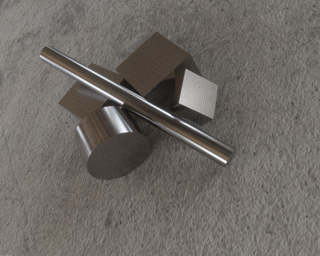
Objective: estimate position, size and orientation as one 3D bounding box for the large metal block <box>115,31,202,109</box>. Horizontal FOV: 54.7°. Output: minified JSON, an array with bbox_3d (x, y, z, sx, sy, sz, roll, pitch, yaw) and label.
[{"bbox_3d":[-0.002,-0.076,0.434,0.080,0.050,0.080,-43,51,-2],"label":"large metal block"}]

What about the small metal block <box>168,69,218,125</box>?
[{"bbox_3d":[0.042,-0.038,0.388,0.025,0.050,0.050,-32,40,56],"label":"small metal block"}]

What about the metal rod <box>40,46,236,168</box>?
[{"bbox_3d":[-0.043,-0.037,0.398,0.300,0.025,0.025,30,78,21],"label":"metal rod"}]

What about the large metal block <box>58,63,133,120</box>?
[{"bbox_3d":[-0.089,-0.041,0.461,0.080,0.050,0.080,28,77,37],"label":"large metal block"}]

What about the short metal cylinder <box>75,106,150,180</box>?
[{"bbox_3d":[-0.060,0.019,0.389,0.080,0.080,0.050,-38,51,3],"label":"short metal cylinder"}]
